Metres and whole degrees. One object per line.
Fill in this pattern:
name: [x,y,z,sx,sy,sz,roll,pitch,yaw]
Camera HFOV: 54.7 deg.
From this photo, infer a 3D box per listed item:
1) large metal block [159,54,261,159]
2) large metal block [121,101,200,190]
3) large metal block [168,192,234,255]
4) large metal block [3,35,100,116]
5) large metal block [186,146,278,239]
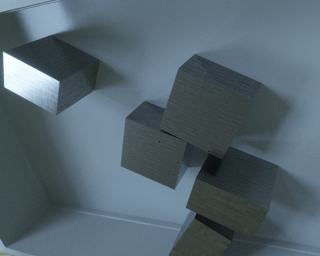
large metal block: [0.054,-0.025,0.348,0.080,0.050,0.079,27,127,11]
large metal block: [-0.001,0.022,0.405,0.080,0.050,0.079,21,127,15]
large metal block: [0.062,0.134,0.417,0.050,0.080,0.079,31,122,8]
large metal block: [-0.138,-0.071,0.400,0.080,0.080,0.050,28,128,10]
large metal block: [0.087,0.070,0.370,0.080,0.080,0.050,23,127,14]
